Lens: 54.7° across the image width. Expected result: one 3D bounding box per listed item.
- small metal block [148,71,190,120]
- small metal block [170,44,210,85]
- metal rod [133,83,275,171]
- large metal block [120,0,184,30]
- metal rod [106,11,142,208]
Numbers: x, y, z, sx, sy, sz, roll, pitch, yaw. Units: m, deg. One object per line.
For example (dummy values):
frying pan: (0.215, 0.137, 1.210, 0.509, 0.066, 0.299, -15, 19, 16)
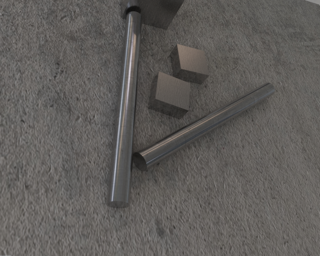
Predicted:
small metal block: (0.014, -0.046, 0.439, 0.050, 0.025, 0.050, 18, 55, -18)
small metal block: (0.046, -0.100, 0.490, 0.050, 0.025, 0.050, 8, 58, -24)
metal rod: (0.084, -0.014, 0.457, 0.302, 0.025, 0.025, -27, 77, -37)
large metal block: (-0.012, -0.211, 0.491, 0.081, 0.080, 0.050, 6, 59, -25)
metal rod: (-0.043, -0.046, 0.408, 0.025, 0.025, 0.299, 14, 56, -20)
